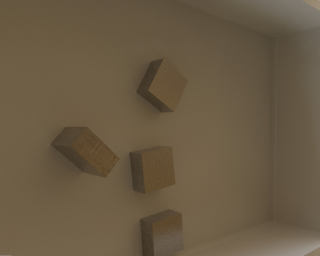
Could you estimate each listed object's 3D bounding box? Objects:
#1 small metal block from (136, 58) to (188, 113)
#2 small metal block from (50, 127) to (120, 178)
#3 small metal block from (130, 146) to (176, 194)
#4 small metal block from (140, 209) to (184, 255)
[{"bbox_3d":[0.004,-0.055,0.410,0.050,0.025,0.050,37,67,-34],"label":"small metal block"},{"bbox_3d":[-0.078,0.024,0.324,0.050,0.050,0.025,49,61,-29],"label":"small metal block"},{"bbox_3d":[-0.009,0.052,0.399,0.050,0.025,0.050,-9,96,-40],"label":"small metal block"},{"bbox_3d":[0.003,0.141,0.409,0.050,0.025,0.050,-6,94,-40],"label":"small metal block"}]
